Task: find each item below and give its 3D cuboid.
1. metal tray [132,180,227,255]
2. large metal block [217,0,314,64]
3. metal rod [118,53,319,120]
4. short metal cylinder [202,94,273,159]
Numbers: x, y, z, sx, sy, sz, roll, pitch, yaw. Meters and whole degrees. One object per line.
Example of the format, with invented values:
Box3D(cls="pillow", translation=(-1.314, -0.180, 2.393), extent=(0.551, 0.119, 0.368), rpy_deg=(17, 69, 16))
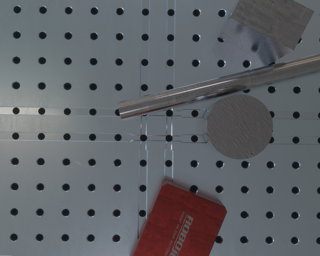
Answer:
Box3D(cls="metal tray", translation=(0.022, 0.146, 0.411), extent=(0.090, 0.030, 0.129), rpy_deg=(22, 90, 0))
Box3D(cls="large metal block", translation=(0.126, -0.128, 0.387), extent=(0.080, 0.080, 0.050), rpy_deg=(28, 90, 0))
Box3D(cls="metal rod", translation=(0.093, -0.058, 0.414), extent=(0.302, 0.025, 0.025), rpy_deg=(-14, 90, 0))
Box3D(cls="short metal cylinder", translation=(0.098, -0.002, 0.402), extent=(0.081, 0.050, 0.079), rpy_deg=(0, 90, 0))
